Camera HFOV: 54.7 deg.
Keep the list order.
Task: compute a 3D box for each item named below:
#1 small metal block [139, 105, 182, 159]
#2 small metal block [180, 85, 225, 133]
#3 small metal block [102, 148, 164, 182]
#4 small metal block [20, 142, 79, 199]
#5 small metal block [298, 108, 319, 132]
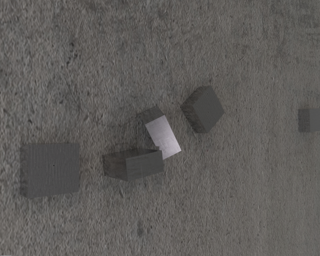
[{"bbox_3d":[-0.001,0.004,0.384,0.025,0.050,0.050,-27,110,-3],"label":"small metal block"},{"bbox_3d":[0.064,-0.027,0.458,0.050,0.025,0.050,-47,118,-30],"label":"small metal block"},{"bbox_3d":[-0.032,0.041,0.361,0.050,0.050,0.025,-9,96,-40],"label":"small metal block"},{"bbox_3d":[-0.111,0.041,0.312,0.050,0.025,0.050,0,90,-40],"label":"small metal block"},{"bbox_3d":[0.328,-0.017,0.679,0.050,0.025,0.050,-5,94,-40],"label":"small metal block"}]
